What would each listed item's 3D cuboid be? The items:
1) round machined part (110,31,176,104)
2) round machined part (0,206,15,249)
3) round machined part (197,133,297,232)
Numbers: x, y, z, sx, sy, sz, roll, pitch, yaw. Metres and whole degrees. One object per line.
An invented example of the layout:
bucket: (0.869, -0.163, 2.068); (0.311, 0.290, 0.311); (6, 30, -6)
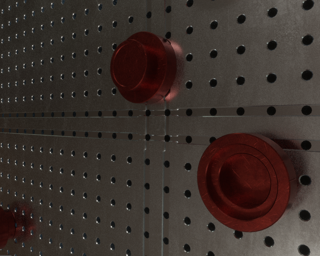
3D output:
round machined part: (-0.030, -0.082, 0.421); (0.098, 0.042, 0.097); (0, 90, 39)
round machined part: (-0.359, 0.220, 0.690); (0.098, 0.042, 0.097); (0, 90, 39)
round machined part: (0.091, 0.053, 0.322); (0.098, 0.042, 0.097); (0, 90, 39)
